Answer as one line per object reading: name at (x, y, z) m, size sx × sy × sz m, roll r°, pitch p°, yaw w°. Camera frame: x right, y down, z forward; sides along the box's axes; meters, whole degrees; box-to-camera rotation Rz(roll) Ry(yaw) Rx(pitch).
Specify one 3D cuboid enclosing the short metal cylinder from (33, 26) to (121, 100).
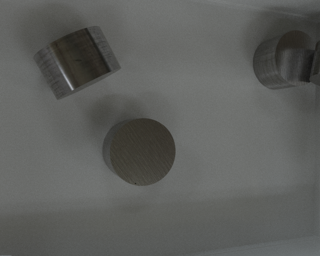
short metal cylinder at (-0.091, -0.072, 0.348) m, size 0.080 × 0.080 × 0.050 m, roll -30°, pitch 100°, yaw -17°

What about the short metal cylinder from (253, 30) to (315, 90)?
short metal cylinder at (0.189, -0.100, 0.467) m, size 0.081 × 0.050 × 0.080 m, roll 0°, pitch 90°, yaw -20°

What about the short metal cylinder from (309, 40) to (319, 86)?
short metal cylinder at (0.252, -0.087, 0.421) m, size 0.081 × 0.080 × 0.050 m, roll 14°, pitch 86°, yaw -20°

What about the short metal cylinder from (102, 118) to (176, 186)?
short metal cylinder at (-0.027, 0.028, 0.387) m, size 0.081 × 0.050 × 0.080 m, roll 0°, pitch 90°, yaw -20°
